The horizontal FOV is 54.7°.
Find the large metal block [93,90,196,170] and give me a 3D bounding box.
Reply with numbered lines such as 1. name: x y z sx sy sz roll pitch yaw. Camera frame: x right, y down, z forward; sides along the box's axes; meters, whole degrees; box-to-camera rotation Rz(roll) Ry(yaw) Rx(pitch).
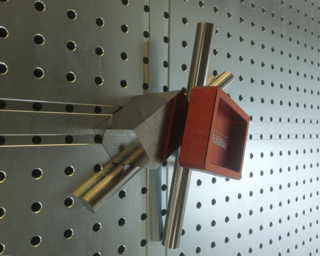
1. large metal block: -0.015 0.000 0.361 0.080 0.080 0.050 -41 116 -32

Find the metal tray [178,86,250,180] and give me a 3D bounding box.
1. metal tray: 0.072 0.012 0.376 0.130 0.030 0.090 25 74 -57

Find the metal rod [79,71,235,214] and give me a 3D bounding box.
1. metal rod: 0.015 0.002 0.424 0.302 0.025 0.025 -41 115 -32

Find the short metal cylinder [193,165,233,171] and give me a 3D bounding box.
1. short metal cylinder: 0.072 0.026 0.454 0.081 0.050 0.079 0 90 -40

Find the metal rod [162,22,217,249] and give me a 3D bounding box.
1. metal rod: 0.038 0.013 0.413 0.025 0.025 0.298 5 96 -40
